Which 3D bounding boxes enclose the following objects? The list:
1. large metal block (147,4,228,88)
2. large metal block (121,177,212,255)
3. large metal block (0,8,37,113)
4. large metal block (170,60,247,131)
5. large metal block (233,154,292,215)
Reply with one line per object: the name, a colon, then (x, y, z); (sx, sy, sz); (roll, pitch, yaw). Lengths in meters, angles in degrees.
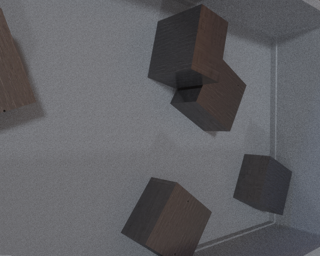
large metal block: (0.035, -0.100, 0.400); (0.050, 0.080, 0.080); (16, 80, -39)
large metal block: (0.011, 0.121, 0.399); (0.080, 0.050, 0.080); (44, 63, -31)
large metal block: (-0.163, -0.046, 0.254); (0.081, 0.050, 0.080); (-26, 106, -37)
large metal block: (0.072, -0.049, 0.451); (0.080, 0.050, 0.080); (36, 68, -34)
large metal block: (0.181, 0.099, 0.542); (0.080, 0.050, 0.080); (31, 71, -36)
